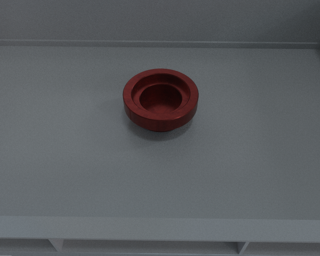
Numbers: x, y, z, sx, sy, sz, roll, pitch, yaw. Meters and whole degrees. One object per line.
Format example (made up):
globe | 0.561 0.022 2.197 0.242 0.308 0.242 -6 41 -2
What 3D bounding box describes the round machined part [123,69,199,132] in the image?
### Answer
round machined part | 0.001 -0.033 0.418 0.099 0.042 0.098 0 50 0
